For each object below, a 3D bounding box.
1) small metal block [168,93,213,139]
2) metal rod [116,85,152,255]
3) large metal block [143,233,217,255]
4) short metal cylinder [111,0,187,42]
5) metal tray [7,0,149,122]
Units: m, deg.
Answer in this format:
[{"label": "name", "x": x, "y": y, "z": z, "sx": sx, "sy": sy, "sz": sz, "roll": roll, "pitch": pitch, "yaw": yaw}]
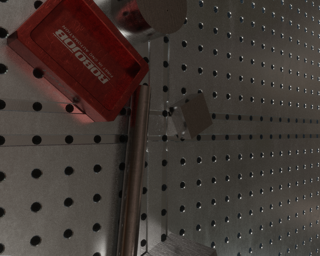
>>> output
[{"label": "small metal block", "x": 0.045, "y": -0.018, "z": 0.449, "sx": 0.050, "sy": 0.025, "sz": 0.050, "roll": -33, "pitch": 111, "yaw": -35}, {"label": "metal rod", "x": -0.036, "y": 0.096, "z": 0.381, "sx": 0.025, "sy": 0.025, "sz": 0.298, "roll": 8, "pitch": 85, "yaw": -40}, {"label": "large metal block", "x": 0.021, "y": 0.187, "z": 0.394, "sx": 0.081, "sy": 0.080, "sz": 0.050, "roll": -27, "pitch": 107, "yaw": -37}, {"label": "short metal cylinder", "x": -0.013, "y": -0.152, "z": 0.384, "sx": 0.081, "sy": 0.050, "sz": 0.079, "roll": 0, "pitch": 90, "yaw": -40}, {"label": "metal tray", "x": -0.081, "y": -0.079, "z": 0.339, "sx": 0.130, "sy": 0.030, "sz": 0.090, "roll": 46, "pitch": 62, "yaw": -31}]
